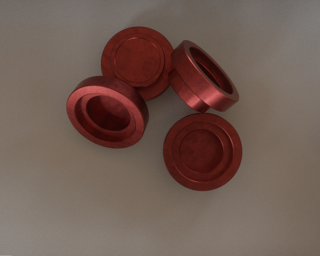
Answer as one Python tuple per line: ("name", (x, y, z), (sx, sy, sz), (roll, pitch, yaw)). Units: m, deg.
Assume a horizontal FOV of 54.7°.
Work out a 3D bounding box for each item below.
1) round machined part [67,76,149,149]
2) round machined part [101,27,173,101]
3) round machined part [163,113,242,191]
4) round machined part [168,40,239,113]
("round machined part", (-0.061, -0.023, 0.385), (0.098, 0.042, 0.097), (9, 132, 10))
("round machined part", (-0.028, -0.084, 0.403), (0.099, 0.042, 0.097), (0, 90, -1))
("round machined part", (0.053, 0.029, 0.404), (0.099, 0.042, 0.097), (0, 90, -1))
("round machined part", (0.048, -0.058, 0.382), (0.098, 0.098, 0.042), (48, 117, 0))
